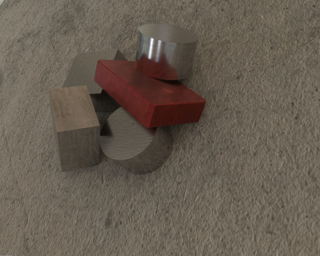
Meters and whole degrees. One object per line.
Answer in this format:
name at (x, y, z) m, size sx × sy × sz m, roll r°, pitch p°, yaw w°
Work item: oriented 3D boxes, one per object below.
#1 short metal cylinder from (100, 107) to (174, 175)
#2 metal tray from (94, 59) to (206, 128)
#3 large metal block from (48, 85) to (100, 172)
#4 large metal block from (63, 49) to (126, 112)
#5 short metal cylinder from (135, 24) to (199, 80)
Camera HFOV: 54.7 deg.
short metal cylinder at (-0.029, 0.014, 0.397) m, size 0.080 × 0.050 × 0.080 m, roll -13°, pitch 56°, yaw 21°
metal tray at (-0.016, -0.049, 0.404) m, size 0.130 × 0.091 × 0.030 m, roll 41°, pitch 125°, yaw 39°
large metal block at (-0.117, 0.000, 0.422) m, size 0.050 × 0.079 × 0.080 m, roll -10°, pitch 49°, yaw -21°
large metal block at (-0.097, -0.072, 0.481) m, size 0.080 × 0.050 × 0.080 m, roll 1°, pitch 62°, yaw 28°
short metal cylinder at (0.008, -0.106, 0.425) m, size 0.081 × 0.050 × 0.080 m, roll 7°, pitch 33°, yaw -4°
